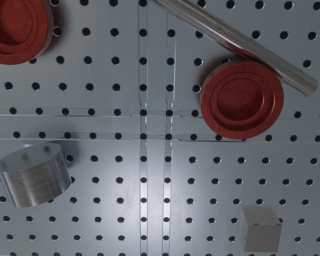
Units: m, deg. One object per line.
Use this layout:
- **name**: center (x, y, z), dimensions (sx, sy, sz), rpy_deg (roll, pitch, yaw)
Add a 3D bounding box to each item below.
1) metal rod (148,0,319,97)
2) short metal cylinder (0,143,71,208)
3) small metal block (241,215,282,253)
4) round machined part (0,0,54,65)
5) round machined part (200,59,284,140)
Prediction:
- **metal rod**: center (0.062, -0.120, 0.369), dimensions (0.301, 0.025, 0.025), rpy_deg (28, 108, -10)
- **short metal cylinder**: center (-0.163, 0.059, 0.404), dimensions (0.080, 0.080, 0.050), rpy_deg (-9, 110, 3)
- **small metal block**: center (0.154, 0.162, 0.475), dimensions (0.050, 0.025, 0.050), rpy_deg (1, 110, -1)
- **round machined part**: center (-0.172, -0.125, 0.357), dimensions (0.099, 0.042, 0.097), rpy_deg (0, 110, 0)
- **round machined part**: center (0.099, -0.038, 0.389), dimensions (0.099, 0.042, 0.097), rpy_deg (1, 113, 2)
